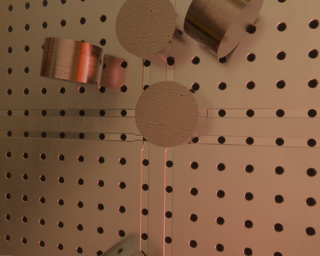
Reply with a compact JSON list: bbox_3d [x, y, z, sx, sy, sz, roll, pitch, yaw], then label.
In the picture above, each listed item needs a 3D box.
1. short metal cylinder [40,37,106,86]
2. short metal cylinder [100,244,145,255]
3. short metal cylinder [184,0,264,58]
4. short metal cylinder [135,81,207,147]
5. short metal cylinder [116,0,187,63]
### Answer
[{"bbox_3d":[-0.119,-0.089,0.425,0.080,0.080,0.050,10,94,19],"label":"short metal cylinder"},{"bbox_3d":[-0.058,0.206,0.420,0.080,0.050,0.079,0,90,20],"label":"short metal cylinder"},{"bbox_3d":[0.073,-0.129,0.358,0.050,0.080,0.080,41,103,15],"label":"short metal cylinder"},{"bbox_3d":[0.015,-0.017,0.394,0.080,0.050,0.079,0,90,20],"label":"short metal cylinder"},{"bbox_3d":[-0.010,-0.128,0.403,0.080,0.050,0.079,0,90,20],"label":"short metal cylinder"}]
